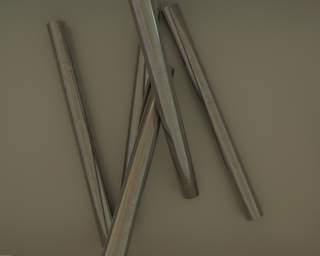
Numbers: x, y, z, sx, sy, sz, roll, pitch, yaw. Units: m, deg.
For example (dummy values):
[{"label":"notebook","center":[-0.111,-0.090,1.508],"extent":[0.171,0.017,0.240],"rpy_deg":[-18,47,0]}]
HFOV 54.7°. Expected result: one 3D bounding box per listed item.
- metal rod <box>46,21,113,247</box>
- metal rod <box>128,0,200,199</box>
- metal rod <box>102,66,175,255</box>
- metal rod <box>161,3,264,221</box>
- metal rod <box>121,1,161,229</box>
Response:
[{"label":"metal rod","center":[-0.101,0.008,0.410],"extent":[0.025,0.025,0.298],"rpy_deg":[-14,90,0]},{"label":"metal rod","center":[0.004,-0.045,0.355],"extent":[0.025,0.025,0.298],"rpy_deg":[-16,113,0]},{"label":"metal rod","center":[-0.027,0.054,0.351],"extent":[0.025,0.025,0.300],"rpy_deg":[15,65,0]},{"label":"metal rod","center":[0.070,-0.021,0.412],"extent":[0.025,0.025,0.299],"rpy_deg":[-22,90,0]},{"label":"metal rod","center":[-0.028,-0.017,0.411],"extent":[0.025,0.025,0.298],"rpy_deg":[7,90,-1]}]
